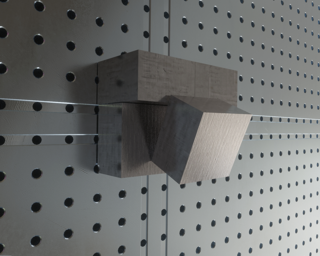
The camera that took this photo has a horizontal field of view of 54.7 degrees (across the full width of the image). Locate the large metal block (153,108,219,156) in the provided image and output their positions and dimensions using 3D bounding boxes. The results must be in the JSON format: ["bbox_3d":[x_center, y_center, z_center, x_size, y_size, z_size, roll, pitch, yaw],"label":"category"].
[{"bbox_3d":[0.037,0.014,0.423,0.081,0.050,0.079,1,90,-40],"label":"large metal block"}]

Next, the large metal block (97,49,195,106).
[{"bbox_3d":[-0.017,-0.052,0.360,0.081,0.080,0.050,1,90,-40],"label":"large metal block"}]

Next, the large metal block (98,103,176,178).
[{"bbox_3d":[-0.026,0.013,0.371,0.081,0.050,0.079,1,90,-40],"label":"large metal block"}]

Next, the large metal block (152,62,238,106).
[{"bbox_3d":[0.045,-0.051,0.412,0.081,0.080,0.050,1,90,-40],"label":"large metal block"}]

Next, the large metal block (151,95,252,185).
[{"bbox_3d":[0.046,0.011,0.347,0.081,0.050,0.079,0,114,-40],"label":"large metal block"}]
